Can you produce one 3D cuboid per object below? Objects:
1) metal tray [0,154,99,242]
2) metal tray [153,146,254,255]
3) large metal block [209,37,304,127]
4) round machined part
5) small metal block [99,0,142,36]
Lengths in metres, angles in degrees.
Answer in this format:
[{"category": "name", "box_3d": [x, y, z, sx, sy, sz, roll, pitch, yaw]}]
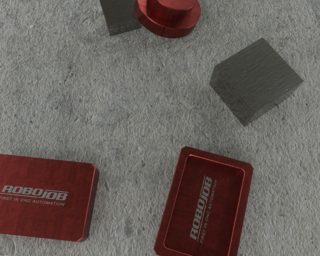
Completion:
[{"category": "metal tray", "box_3d": [-0.147, 0.083, 0.373, 0.131, 0.030, 0.090, 6, 70, 1]}, {"category": "metal tray", "box_3d": [0.053, 0.096, 0.371, 0.090, 0.030, 0.130, 15, 71, 5]}, {"category": "large metal block", "box_3d": [0.127, -0.061, 0.419, 0.080, 0.050, 0.080, -32, 74, -11]}, {"category": "round machined part", "box_3d": [0.014, -0.184, 0.453, 0.099, 0.042, 0.098, 7, 64, -14]}, {"category": "small metal block", "box_3d": [-0.060, -0.173, 0.471, 0.050, 0.025, 0.050, -16, 71, -6]}]
